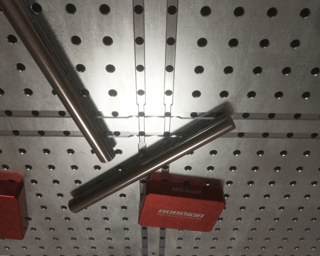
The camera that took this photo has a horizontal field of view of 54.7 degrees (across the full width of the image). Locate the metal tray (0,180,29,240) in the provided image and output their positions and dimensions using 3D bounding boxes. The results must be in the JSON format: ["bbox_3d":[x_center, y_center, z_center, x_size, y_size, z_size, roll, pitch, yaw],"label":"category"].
[{"bbox_3d":[-0.277,0.139,0.523,0.091,0.030,0.129,9,130,-8],"label":"metal tray"}]

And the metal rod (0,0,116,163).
[{"bbox_3d":[-0.121,-0.067,0.352,0.025,0.025,0.299,-14,129,11],"label":"metal rod"}]

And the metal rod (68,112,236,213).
[{"bbox_3d":[-0.026,0.061,0.462,0.300,0.025,0.025,-31,124,23],"label":"metal rod"}]

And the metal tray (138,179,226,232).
[{"bbox_3d":[0.034,0.134,0.523,0.131,0.030,0.089,8,130,-8],"label":"metal tray"}]
